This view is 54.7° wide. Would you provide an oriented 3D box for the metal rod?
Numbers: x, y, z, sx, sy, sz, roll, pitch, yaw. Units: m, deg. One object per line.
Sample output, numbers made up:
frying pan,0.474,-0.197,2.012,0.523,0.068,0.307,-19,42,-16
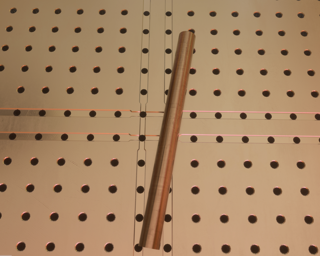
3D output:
metal rod,0.014,0.001,0.411,0.025,0.025,0.299,10,70,3
